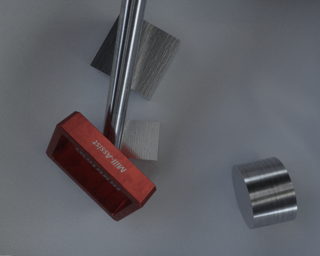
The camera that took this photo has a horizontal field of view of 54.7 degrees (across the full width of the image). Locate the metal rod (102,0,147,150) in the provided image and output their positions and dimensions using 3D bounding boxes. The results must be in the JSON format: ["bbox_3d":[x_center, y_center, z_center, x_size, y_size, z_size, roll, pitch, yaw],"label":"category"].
[{"bbox_3d":[-0.033,-0.100,0.330,0.025,0.025,0.298,13,115,-1],"label":"metal rod"}]

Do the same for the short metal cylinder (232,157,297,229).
[{"bbox_3d":[0.127,0.080,0.386,0.050,0.080,0.080,-12,90,0],"label":"short metal cylinder"}]

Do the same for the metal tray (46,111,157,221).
[{"bbox_3d":[-0.076,0.051,0.378,0.130,0.090,0.030,44,52,-1],"label":"metal tray"}]

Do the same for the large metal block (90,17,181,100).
[{"bbox_3d":[-0.029,-0.091,0.398,0.080,0.050,0.080,29,90,-1],"label":"large metal block"}]

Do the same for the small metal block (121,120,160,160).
[{"bbox_3d":[-0.027,0.015,0.411,0.050,0.025,0.050,4,90,-1],"label":"small metal block"}]
